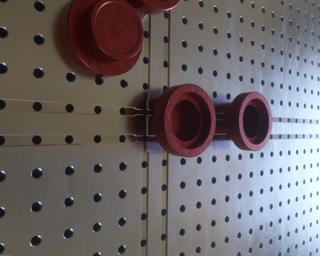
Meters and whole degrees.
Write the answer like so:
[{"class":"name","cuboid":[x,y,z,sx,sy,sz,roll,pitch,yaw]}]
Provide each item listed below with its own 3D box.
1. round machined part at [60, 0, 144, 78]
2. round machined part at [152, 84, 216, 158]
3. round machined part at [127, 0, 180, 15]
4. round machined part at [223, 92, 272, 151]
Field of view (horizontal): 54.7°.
[{"class":"round machined part","cuboid":[-0.058,-0.108,0.351,0.099,0.042,0.097,0,90,-40]},{"class":"round machined part","cuboid":[0.029,-0.010,0.424,0.099,0.042,0.097,0,90,-40]},{"class":"round machined part","cuboid":[-0.019,-0.189,0.383,0.099,0.042,0.097,2,88,-41]},{"class":"round machined part","cuboid":[0.144,-0.011,0.522,0.099,0.042,0.097,0,90,-40]}]
